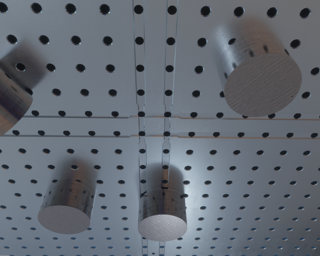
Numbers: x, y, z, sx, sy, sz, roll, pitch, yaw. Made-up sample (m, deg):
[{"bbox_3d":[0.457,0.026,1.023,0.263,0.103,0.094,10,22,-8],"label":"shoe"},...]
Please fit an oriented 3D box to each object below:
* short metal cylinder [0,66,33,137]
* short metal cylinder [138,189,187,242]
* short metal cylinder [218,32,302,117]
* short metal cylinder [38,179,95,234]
[{"bbox_3d":[-0.194,-0.027,0.350,0.080,0.080,0.050,-24,126,18],"label":"short metal cylinder"},{"bbox_3d":[0.004,0.147,0.521,0.081,0.050,0.079,-1,130,0],"label":"short metal cylinder"},{"bbox_3d":[0.109,-0.059,0.347,0.081,0.050,0.079,0,130,0],"label":"short metal cylinder"},{"bbox_3d":[-0.150,0.129,0.503,0.081,0.050,0.079,0,130,0],"label":"short metal cylinder"}]
